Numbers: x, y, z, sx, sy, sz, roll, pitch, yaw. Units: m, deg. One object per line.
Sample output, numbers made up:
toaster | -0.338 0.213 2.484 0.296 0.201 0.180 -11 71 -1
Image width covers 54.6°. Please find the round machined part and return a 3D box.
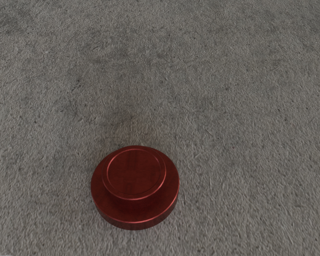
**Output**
round machined part | -0.028 0.058 0.344 0.099 0.042 0.098 0 50 0
